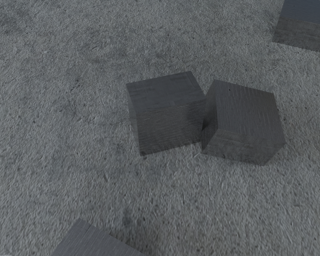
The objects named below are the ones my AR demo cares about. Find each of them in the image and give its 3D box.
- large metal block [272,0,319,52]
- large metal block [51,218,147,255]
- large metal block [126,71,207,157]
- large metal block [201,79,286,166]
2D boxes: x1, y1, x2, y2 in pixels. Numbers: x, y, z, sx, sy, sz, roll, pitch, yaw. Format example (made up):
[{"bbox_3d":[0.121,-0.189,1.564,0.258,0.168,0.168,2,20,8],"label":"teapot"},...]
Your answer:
[{"bbox_3d":[0.250,-0.186,0.545,0.080,0.050,0.080,17,52,14],"label":"large metal block"},{"bbox_3d":[-0.058,0.140,0.269,0.080,0.050,0.080,23,54,18],"label":"large metal block"},{"bbox_3d":[0.006,-0.017,0.381,0.081,0.080,0.050,-13,51,-11],"label":"large metal block"},{"bbox_3d":[0.097,-0.007,0.381,0.081,0.050,0.080,12,49,-9],"label":"large metal block"}]
